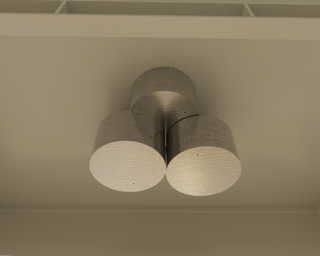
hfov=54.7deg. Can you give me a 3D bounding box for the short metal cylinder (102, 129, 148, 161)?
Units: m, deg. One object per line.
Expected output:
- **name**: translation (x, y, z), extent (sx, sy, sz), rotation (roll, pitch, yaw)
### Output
- **short metal cylinder**: translation (-0.040, 0.026, 0.412), extent (0.081, 0.050, 0.079), rotation (0, 130, 0)

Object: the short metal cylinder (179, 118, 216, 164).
- **short metal cylinder**: translation (0.042, 0.030, 0.416), extent (0.081, 0.050, 0.079), rotation (0, 130, 0)

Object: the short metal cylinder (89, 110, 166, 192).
- **short metal cylinder**: translation (-0.034, 0.027, 0.347), extent (0.081, 0.050, 0.079), rotation (0, 130, 0)

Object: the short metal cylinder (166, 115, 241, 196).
- **short metal cylinder**: translation (0.047, 0.032, 0.351), extent (0.081, 0.050, 0.079), rotation (0, 130, 0)

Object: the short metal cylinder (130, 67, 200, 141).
- **short metal cylinder**: translation (0.005, -0.025, 0.370), extent (0.081, 0.050, 0.079), rotation (0, 130, 0)
